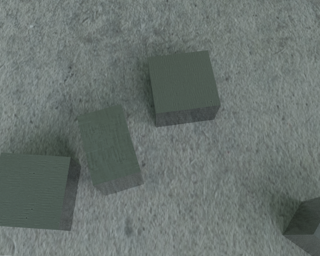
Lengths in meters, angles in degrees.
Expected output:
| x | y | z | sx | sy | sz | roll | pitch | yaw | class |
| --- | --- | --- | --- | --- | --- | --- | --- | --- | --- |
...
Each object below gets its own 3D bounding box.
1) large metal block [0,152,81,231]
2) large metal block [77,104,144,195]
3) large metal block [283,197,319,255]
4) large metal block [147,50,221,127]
| x | y | z | sx | sy | sz | roll | pitch | yaw | class |
| --- | --- | --- | --- | --- | --- | --- | --- | --- | --- |
| -0.145 | 0.076 | 0.365 | 0.081 | 0.050 | 0.080 | 4 | 70 | 1 | large metal block |
| -0.056 | 0.029 | 0.368 | 0.050 | 0.080 | 0.080 | -16 | 71 | -6 | large metal block |
| 0.196 | 0.120 | 0.337 | 0.080 | 0.080 | 0.050 | 35 | 74 | 11 | large metal block |
| 0.029 | -0.052 | 0.414 | 0.081 | 0.050 | 0.080 | -8 | 70 | -3 | large metal block |
